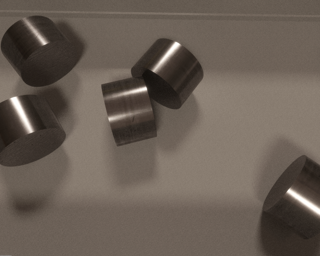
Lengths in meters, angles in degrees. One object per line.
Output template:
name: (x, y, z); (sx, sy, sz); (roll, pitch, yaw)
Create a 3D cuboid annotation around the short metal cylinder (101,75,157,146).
short metal cylinder: (-0.038, -0.021, 0.388); (0.050, 0.080, 0.080); (-14, 71, -5)

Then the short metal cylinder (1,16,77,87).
short metal cylinder: (-0.161, -0.101, 0.416); (0.080, 0.080, 0.050); (-38, 75, -13)

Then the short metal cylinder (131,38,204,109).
short metal cylinder: (0.009, -0.070, 0.406); (0.080, 0.080, 0.050); (34, 74, 11)

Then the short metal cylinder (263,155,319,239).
short metal cylinder: (0.163, 0.078, 0.354); (0.050, 0.080, 0.080); (36, 74, 12)

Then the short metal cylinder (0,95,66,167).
short metal cylinder: (-0.164, 0.004, 0.377); (0.080, 0.080, 0.050); (-30, 73, -11)
